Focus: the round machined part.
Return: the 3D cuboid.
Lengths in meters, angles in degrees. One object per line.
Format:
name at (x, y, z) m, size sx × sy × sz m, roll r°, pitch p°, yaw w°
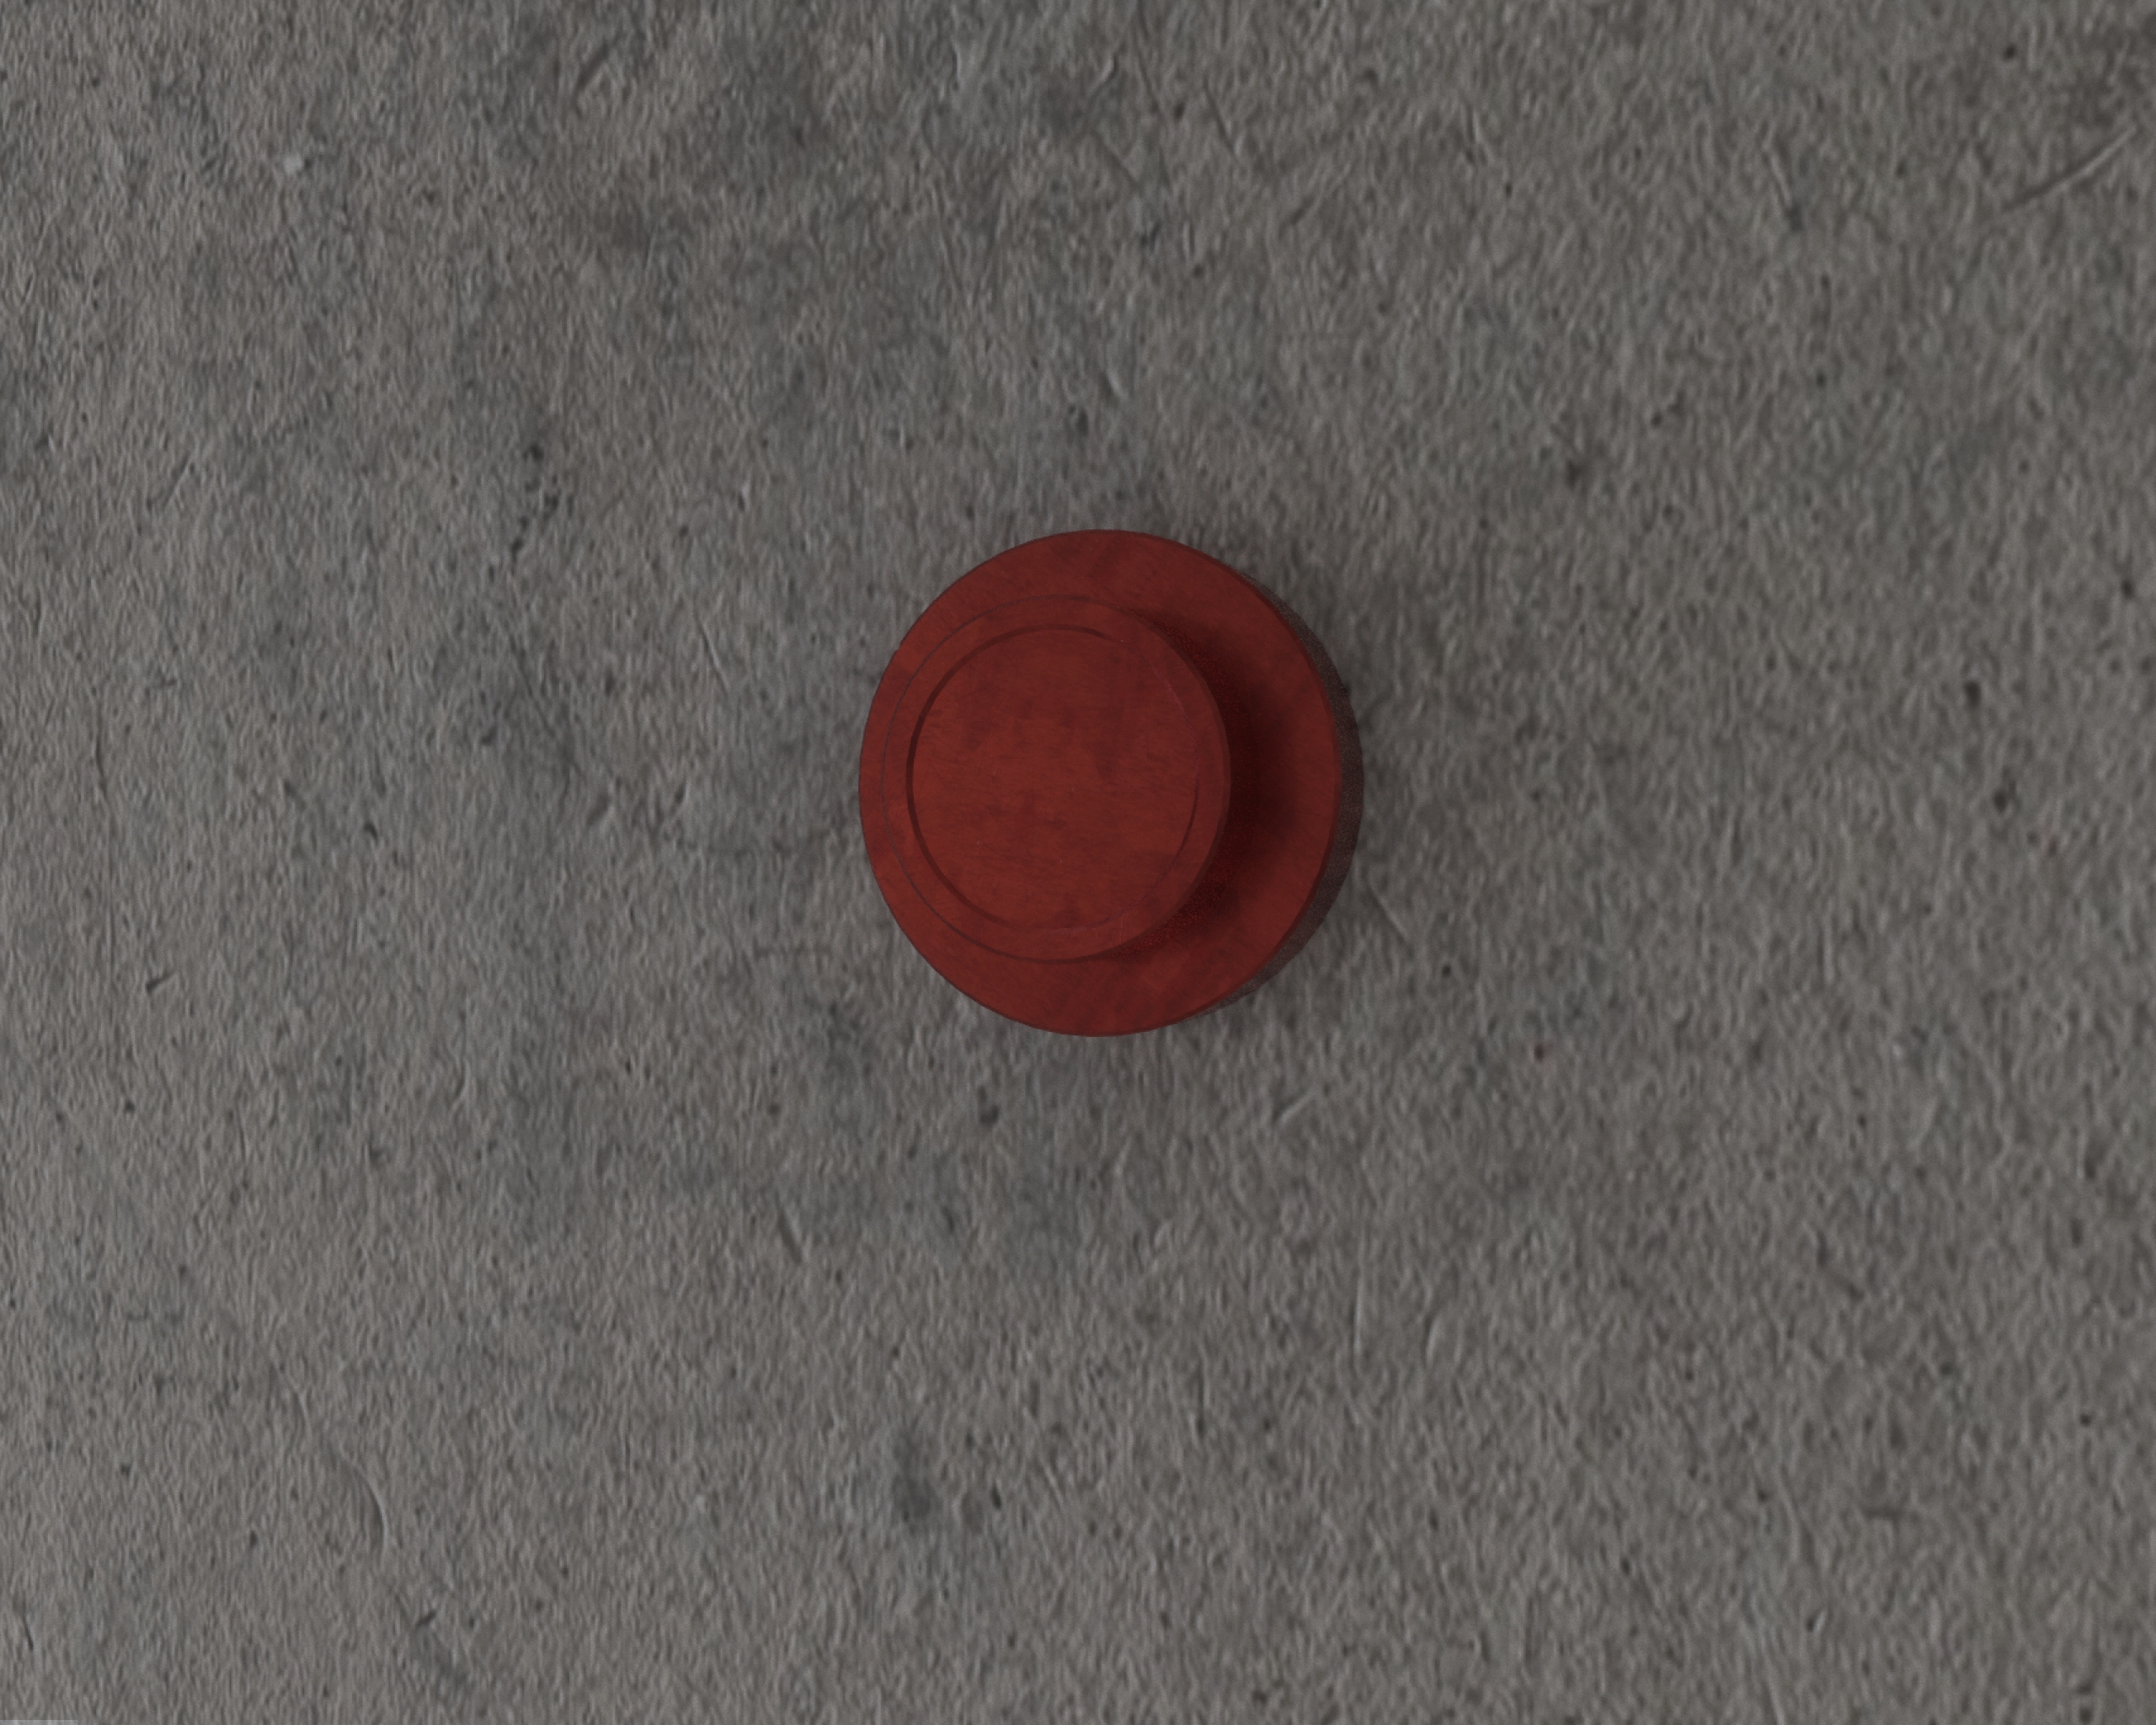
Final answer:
round machined part at (0.002, -0.015, 0.400) m, size 0.098 × 0.042 × 0.097 m, roll 0°, pitch 90°, yaw 20°
